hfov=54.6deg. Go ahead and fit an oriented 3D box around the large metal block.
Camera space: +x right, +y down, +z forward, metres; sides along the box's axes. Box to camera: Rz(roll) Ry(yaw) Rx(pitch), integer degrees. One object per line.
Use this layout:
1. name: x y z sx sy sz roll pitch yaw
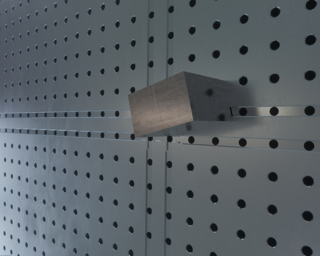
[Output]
1. large metal block: 0.024 -0.023 0.355 0.080 0.081 0.050 -17 79 39
